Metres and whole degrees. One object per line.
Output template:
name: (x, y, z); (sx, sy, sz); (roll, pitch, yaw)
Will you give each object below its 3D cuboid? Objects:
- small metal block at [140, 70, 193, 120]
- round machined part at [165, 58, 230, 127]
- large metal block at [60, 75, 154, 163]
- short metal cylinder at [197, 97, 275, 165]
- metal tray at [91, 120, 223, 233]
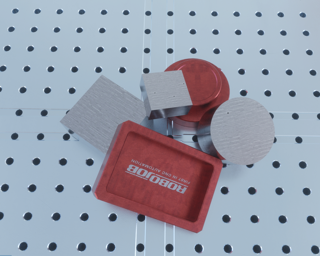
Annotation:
small metal block: (0.006, -0.041, 0.377); (0.050, 0.025, 0.050); (-9, 67, -15)
round machined part: (0.046, -0.054, 0.422); (0.099, 0.042, 0.098); (0, 70, 0)
large metal block: (-0.065, -0.008, 0.401); (0.080, 0.050, 0.080); (34, 73, 11)
short metal cylinder: (0.092, 0.006, 0.385); (0.081, 0.050, 0.080); (1, 84, -11)
metal tray: (0.000, 0.057, 0.358); (0.131, 0.030, 0.090); (24, 77, -15)
